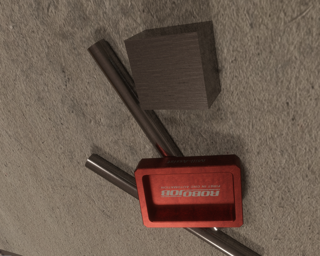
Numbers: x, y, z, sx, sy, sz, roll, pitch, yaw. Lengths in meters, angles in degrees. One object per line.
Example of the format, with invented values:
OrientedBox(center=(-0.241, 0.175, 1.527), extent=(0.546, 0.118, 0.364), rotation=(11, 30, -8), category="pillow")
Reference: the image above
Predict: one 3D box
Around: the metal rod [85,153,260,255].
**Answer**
OrientedBox(center=(0.017, 0.126, 0.474), extent=(0.301, 0.025, 0.025), rotation=(30, 128, 8), category="metal rod")

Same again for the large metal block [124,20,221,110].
OrientedBox(center=(0.017, -0.067, 0.340), extent=(0.080, 0.050, 0.079), rotation=(1, 119, 27), category="large metal block")

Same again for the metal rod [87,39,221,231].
OrientedBox(center=(0.002, 0.018, 0.415), extent=(0.025, 0.025, 0.299), rotation=(-24, 106, 36), category="metal rod")

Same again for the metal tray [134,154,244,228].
OrientedBox(center=(0.039, 0.083, 0.403), extent=(0.131, 0.030, 0.089), rotation=(-4, 110, 11), category="metal tray")
